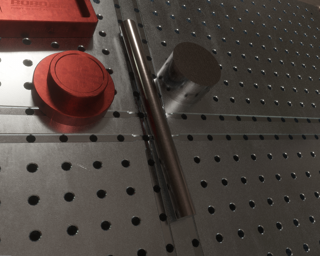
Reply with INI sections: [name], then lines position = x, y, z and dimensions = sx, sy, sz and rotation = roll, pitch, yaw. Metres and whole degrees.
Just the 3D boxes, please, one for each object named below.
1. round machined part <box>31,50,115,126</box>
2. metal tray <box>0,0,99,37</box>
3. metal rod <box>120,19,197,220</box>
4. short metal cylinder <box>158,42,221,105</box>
[round machined part]
position = -0.102, -0.055, 0.377
dimensions = 0.099, 0.042, 0.098
rotation = 14, 56, -21
[metal tray]
position = -0.161, -0.168, 0.420
dimensions = 0.131, 0.030, 0.090
rotation = -11, 68, -33
[metal rod]
position = -0.009, -0.027, 0.421
dimensions = 0.025, 0.025, 0.299
rotation = -3, 63, -30
[short metal cylinder]
position = 0.044, -0.082, 0.468
dimensions = 0.081, 0.050, 0.080
rotation = 14, 56, -21
